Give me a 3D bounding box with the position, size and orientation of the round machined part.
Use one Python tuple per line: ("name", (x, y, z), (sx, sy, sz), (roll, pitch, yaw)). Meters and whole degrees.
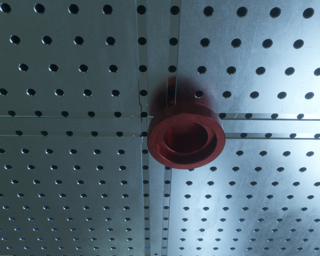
("round machined part", (0.033, 0.006, 0.406), (0.099, 0.042, 0.097), (0, 130, 0))
